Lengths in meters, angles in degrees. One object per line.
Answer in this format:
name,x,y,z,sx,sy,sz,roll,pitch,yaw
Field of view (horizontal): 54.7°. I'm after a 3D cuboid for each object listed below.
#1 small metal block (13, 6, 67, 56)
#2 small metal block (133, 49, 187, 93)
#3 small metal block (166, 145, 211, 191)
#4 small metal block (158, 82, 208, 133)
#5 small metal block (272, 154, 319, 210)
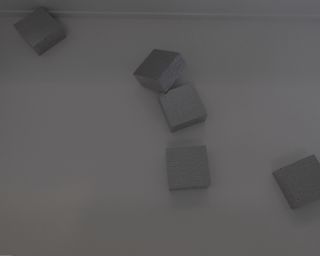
small metal block,-0.178,-0.144,0.461,0.050,0.025,0.050,-41,75,-14
small metal block,0.000,-0.080,0.426,0.050,0.025,0.050,22,68,42
small metal block,0.035,0.051,0.391,0.050,0.025,0.050,-4,70,-2
small metal block,0.030,-0.027,0.420,0.050,0.025,0.050,-19,71,-7
small metal block,0.178,0.067,0.386,0.050,0.025,0.050,-21,71,-8
